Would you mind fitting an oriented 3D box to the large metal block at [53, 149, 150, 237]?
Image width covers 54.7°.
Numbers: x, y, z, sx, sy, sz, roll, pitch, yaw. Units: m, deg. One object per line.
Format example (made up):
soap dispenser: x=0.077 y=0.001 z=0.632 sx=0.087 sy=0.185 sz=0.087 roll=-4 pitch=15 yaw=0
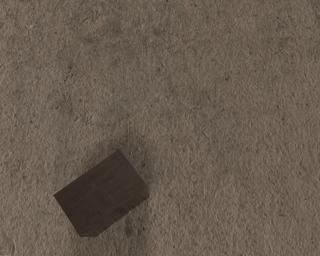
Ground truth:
large metal block: x=-0.060 y=0.077 z=0.350 sx=0.080 sy=0.080 sz=0.050 roll=-35 pitch=74 yaw=-12
